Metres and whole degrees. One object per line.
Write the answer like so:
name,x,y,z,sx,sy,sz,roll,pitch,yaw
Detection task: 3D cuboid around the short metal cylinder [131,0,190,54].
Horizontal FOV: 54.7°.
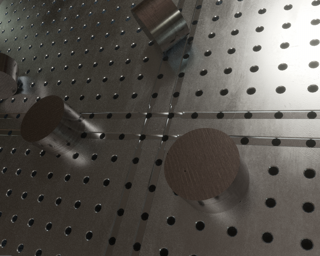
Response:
short metal cylinder,0.001,-0.160,0.470,0.050,0.080,0.080,-37,51,3

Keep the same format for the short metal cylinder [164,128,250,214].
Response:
short metal cylinder,0.051,0.047,0.336,0.080,0.050,0.080,-13,56,20

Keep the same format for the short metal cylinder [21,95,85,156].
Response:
short metal cylinder,-0.164,-0.003,0.478,0.080,0.050,0.080,-13,57,20

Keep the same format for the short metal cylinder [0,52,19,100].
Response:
short metal cylinder,-0.318,-0.100,0.598,0.080,0.080,0.050,-24,53,13
